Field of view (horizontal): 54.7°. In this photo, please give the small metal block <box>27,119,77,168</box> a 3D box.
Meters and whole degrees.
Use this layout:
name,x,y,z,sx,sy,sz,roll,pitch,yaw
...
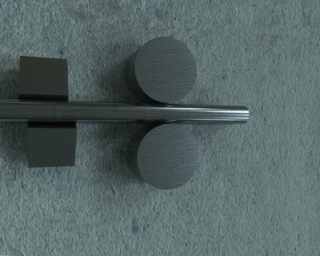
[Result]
name,x,y,z,sx,sy,sz,roll,pitch,yaw
small metal block,-0.123,0.017,0.354,0.050,0.025,0.050,0,117,-21

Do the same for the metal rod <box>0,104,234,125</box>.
name,x,y,z,sx,sy,sz,roll,pitch,yaw
metal rod,-0.037,-0.018,0.397,0.303,0.025,0.025,0,90,-20

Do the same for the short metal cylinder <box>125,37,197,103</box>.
name,x,y,z,sx,sy,sz,roll,pitch,yaw
short metal cylinder,0.000,-0.070,0.397,0.081,0.050,0.079,0,90,-20

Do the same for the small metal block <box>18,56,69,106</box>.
name,x,y,z,sx,sy,sz,roll,pitch,yaw
small metal block,-0.131,-0.052,0.352,0.050,0.025,0.050,0,63,-20

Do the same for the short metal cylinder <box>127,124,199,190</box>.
name,x,y,z,sx,sy,sz,roll,pitch,yaw
short metal cylinder,0.003,0.035,0.398,0.081,0.050,0.079,0,90,-20

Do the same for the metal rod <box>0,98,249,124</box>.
name,x,y,z,sx,sy,sz,roll,pitch,yaw
metal rod,-0.027,-0.018,0.374,0.303,0.025,0.025,0,90,-20
